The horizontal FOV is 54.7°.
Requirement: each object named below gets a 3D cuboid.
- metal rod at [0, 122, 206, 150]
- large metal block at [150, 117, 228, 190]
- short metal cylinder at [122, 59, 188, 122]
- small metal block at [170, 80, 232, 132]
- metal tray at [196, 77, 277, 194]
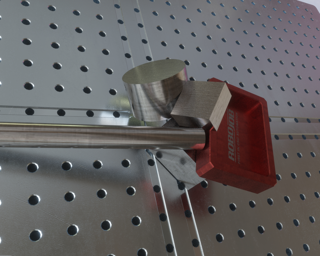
[{"bbox_3d":[-0.099,0.008,0.313,0.302,0.025,0.025,2,60,-15],"label":"metal rod"},{"bbox_3d":[0.042,0.019,0.403,0.080,0.050,0.080,46,51,3],"label":"large metal block"},{"bbox_3d":[-0.002,-0.050,0.396,0.080,0.080,0.050,-40,128,-39],"label":"short metal cylinder"},{"bbox_3d":[0.048,-0.027,0.359,0.025,0.050,0.050,50,58,-46],"label":"small metal block"},{"bbox_3d":[0.093,0.007,0.385,0.091,0.030,0.130,19,54,-17],"label":"metal tray"}]
